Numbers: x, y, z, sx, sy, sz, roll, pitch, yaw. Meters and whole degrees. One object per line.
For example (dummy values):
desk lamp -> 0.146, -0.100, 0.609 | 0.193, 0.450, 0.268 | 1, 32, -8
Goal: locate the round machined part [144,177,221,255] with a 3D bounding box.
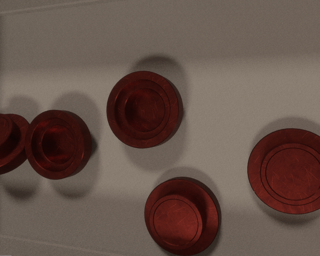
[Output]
round machined part -> 0.025, 0.114, 0.392 | 0.098, 0.042, 0.097 | 0, 90, 19

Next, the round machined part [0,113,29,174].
round machined part -> -0.241, 0.017, 0.459 | 0.099, 0.042, 0.098 | -4, 55, 6

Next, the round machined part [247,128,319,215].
round machined part -> 0.149, 0.049, 0.349 | 0.098, 0.042, 0.097 | 0, 90, 19

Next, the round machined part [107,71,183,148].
round machined part -> -0.017, -0.023, 0.406 | 0.098, 0.042, 0.097 | 0, 90, 19

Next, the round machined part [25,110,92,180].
round machined part -> -0.141, 0.023, 0.449 | 0.098, 0.042, 0.097 | 0, 91, 18
